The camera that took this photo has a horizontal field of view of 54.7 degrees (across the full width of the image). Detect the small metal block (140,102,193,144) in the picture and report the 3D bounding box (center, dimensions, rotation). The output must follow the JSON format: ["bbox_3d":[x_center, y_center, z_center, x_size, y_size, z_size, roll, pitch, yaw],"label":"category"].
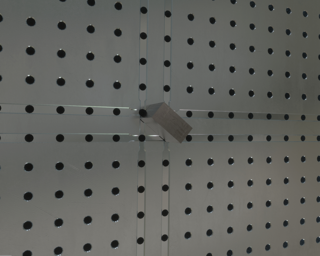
[{"bbox_3d":[0.007,-0.006,0.403,0.050,0.050,0.025,42,77,-16],"label":"small metal block"}]
